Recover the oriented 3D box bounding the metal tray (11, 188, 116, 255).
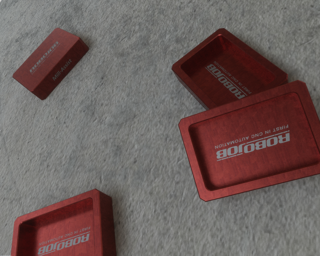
[{"bbox_3d":[-0.119,0.138,0.376,0.130,0.030,0.090,-22,54,14],"label":"metal tray"}]

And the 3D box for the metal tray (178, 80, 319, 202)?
[{"bbox_3d":[0.094,0.016,0.318,0.130,0.030,0.090,-18,80,17],"label":"metal tray"}]

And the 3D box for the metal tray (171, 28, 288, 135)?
[{"bbox_3d":[0.085,-0.064,0.394,0.090,0.030,0.130,-38,51,2],"label":"metal tray"}]

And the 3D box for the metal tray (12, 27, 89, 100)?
[{"bbox_3d":[-0.206,-0.123,0.581,0.090,0.030,0.130,32,79,37],"label":"metal tray"}]
